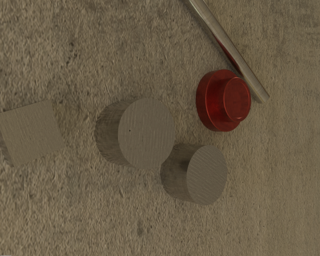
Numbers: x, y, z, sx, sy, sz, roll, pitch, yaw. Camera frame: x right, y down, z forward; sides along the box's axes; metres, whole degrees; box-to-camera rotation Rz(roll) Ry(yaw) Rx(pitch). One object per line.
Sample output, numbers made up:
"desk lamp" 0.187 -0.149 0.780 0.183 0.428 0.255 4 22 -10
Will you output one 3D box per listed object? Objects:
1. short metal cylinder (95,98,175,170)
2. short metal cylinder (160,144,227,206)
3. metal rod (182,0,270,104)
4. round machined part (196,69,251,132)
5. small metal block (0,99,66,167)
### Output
"short metal cylinder" -0.029 0.006 0.364 0.081 0.050 0.079 0 90 -40
"short metal cylinder" 0.048 0.062 0.429 0.081 0.050 0.079 0 90 -40
"metal rod" 0.093 -0.141 0.481 0.300 0.025 0.025 43 64 -32
"round machined part" 0.105 -0.043 0.481 0.099 0.042 0.097 0 90 -40
"small metal block" -0.127 0.004 0.298 0.050 0.025 0.050 -24 106 -37
